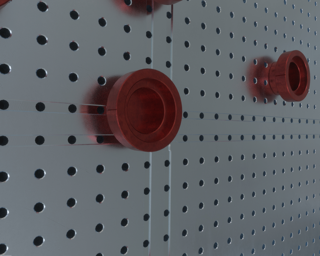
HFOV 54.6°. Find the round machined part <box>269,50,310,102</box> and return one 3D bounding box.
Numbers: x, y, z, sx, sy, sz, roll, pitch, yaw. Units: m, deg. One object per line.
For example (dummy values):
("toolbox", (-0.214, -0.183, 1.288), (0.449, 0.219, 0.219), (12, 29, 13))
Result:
("round machined part", (0.250, -0.099, 0.605), (0.099, 0.042, 0.097), (0, 90, -40))

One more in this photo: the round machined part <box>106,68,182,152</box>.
("round machined part", (-0.023, -0.021, 0.378), (0.099, 0.042, 0.097), (0, 90, -40))

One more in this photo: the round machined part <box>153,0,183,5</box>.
("round machined part", (0.000, -0.207, 0.397), (0.099, 0.042, 0.097), (0, 90, -40))

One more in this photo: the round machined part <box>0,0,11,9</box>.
("round machined part", (-0.169, -0.140, 0.255), (0.099, 0.042, 0.097), (0, 90, -40))
